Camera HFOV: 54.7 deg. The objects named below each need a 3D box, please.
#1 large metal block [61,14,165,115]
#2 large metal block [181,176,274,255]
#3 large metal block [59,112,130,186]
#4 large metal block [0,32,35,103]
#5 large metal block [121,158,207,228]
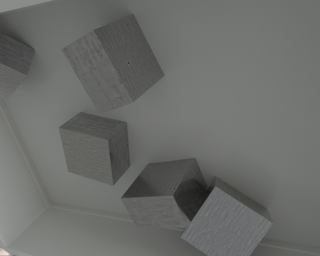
[{"bbox_3d":[-0.049,-0.073,0.352,0.050,0.080,0.080,-17,110,34],"label":"large metal block"},{"bbox_3d":[0.085,0.123,0.402,0.080,0.050,0.080,33,100,6],"label":"large metal block"},{"bbox_3d":[-0.094,0.029,0.458,0.080,0.050,0.079,13,124,21],"label":"large metal block"},{"bbox_3d":[-0.237,-0.090,0.436,0.080,0.050,0.080,26,138,-34],"label":"large metal block"},{"bbox_3d":[0.008,0.088,0.422,0.080,0.080,0.050,-11,113,32],"label":"large metal block"}]
